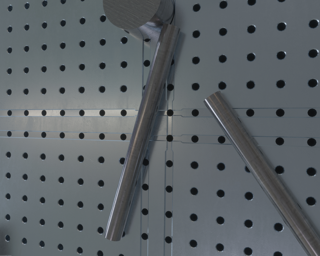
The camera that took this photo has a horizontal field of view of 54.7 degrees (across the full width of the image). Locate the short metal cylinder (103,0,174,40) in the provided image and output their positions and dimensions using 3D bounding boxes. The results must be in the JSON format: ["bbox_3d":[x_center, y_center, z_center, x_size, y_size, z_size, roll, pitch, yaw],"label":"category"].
[{"bbox_3d":[-0.027,-0.163,0.409,0.080,0.050,0.079,0,90,20],"label":"short metal cylinder"}]

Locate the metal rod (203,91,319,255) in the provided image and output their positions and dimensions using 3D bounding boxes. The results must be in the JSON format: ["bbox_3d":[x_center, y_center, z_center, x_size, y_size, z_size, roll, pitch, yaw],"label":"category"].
[{"bbox_3d":[0.144,0.085,0.361,0.025,0.025,0.299,-36,79,16],"label":"metal rod"}]

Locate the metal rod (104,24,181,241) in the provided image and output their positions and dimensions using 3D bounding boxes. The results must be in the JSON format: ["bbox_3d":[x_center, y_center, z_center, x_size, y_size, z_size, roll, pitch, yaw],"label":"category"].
[{"bbox_3d":[-0.026,0.010,0.421,0.025,0.025,0.298,18,96,19],"label":"metal rod"}]
